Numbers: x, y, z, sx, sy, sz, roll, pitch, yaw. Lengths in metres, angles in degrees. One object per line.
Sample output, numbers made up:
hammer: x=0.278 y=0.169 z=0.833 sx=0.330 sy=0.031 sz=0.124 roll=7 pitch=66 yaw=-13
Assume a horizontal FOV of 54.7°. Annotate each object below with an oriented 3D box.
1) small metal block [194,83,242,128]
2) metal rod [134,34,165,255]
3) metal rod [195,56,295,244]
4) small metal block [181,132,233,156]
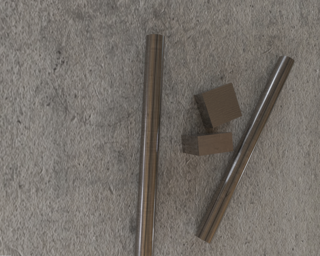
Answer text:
small metal block: x=0.083 y=-0.032 z=0.441 sx=0.050 sy=0.025 sz=0.050 roll=-21 pitch=98 yaw=-19
metal rod: x=-0.014 y=0.029 z=0.404 sx=0.025 sy=0.025 sz=0.298 roll=3 pitch=89 yaw=-20
metal rod: x=0.129 y=0.025 z=0.458 sx=0.025 sy=0.025 sz=0.299 roll=31 pitch=80 yaw=-18
small metal block: x=0.063 y=0.020 z=0.420 sx=0.050 sy=0.050 sz=0.025 roll=-6 pitch=92 yaw=-20
